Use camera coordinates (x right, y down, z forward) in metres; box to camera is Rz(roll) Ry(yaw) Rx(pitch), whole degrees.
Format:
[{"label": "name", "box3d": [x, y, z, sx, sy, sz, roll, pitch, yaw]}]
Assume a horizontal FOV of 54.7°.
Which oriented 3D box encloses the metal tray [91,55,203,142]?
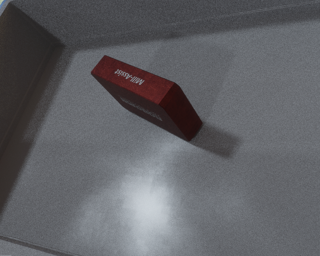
[{"label": "metal tray", "box3d": [-0.017, -0.038, 0.391, 0.130, 0.090, 0.030, 28, 77, 36]}]
